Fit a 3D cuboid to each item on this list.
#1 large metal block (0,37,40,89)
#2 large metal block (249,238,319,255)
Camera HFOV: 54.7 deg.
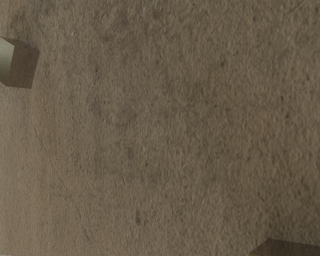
[{"bbox_3d":[-0.295,-0.133,0.628,0.080,0.050,0.079,31,109,35],"label":"large metal block"},{"bbox_3d":[0.132,0.153,0.279,0.080,0.050,0.080,-5,87,39],"label":"large metal block"}]
